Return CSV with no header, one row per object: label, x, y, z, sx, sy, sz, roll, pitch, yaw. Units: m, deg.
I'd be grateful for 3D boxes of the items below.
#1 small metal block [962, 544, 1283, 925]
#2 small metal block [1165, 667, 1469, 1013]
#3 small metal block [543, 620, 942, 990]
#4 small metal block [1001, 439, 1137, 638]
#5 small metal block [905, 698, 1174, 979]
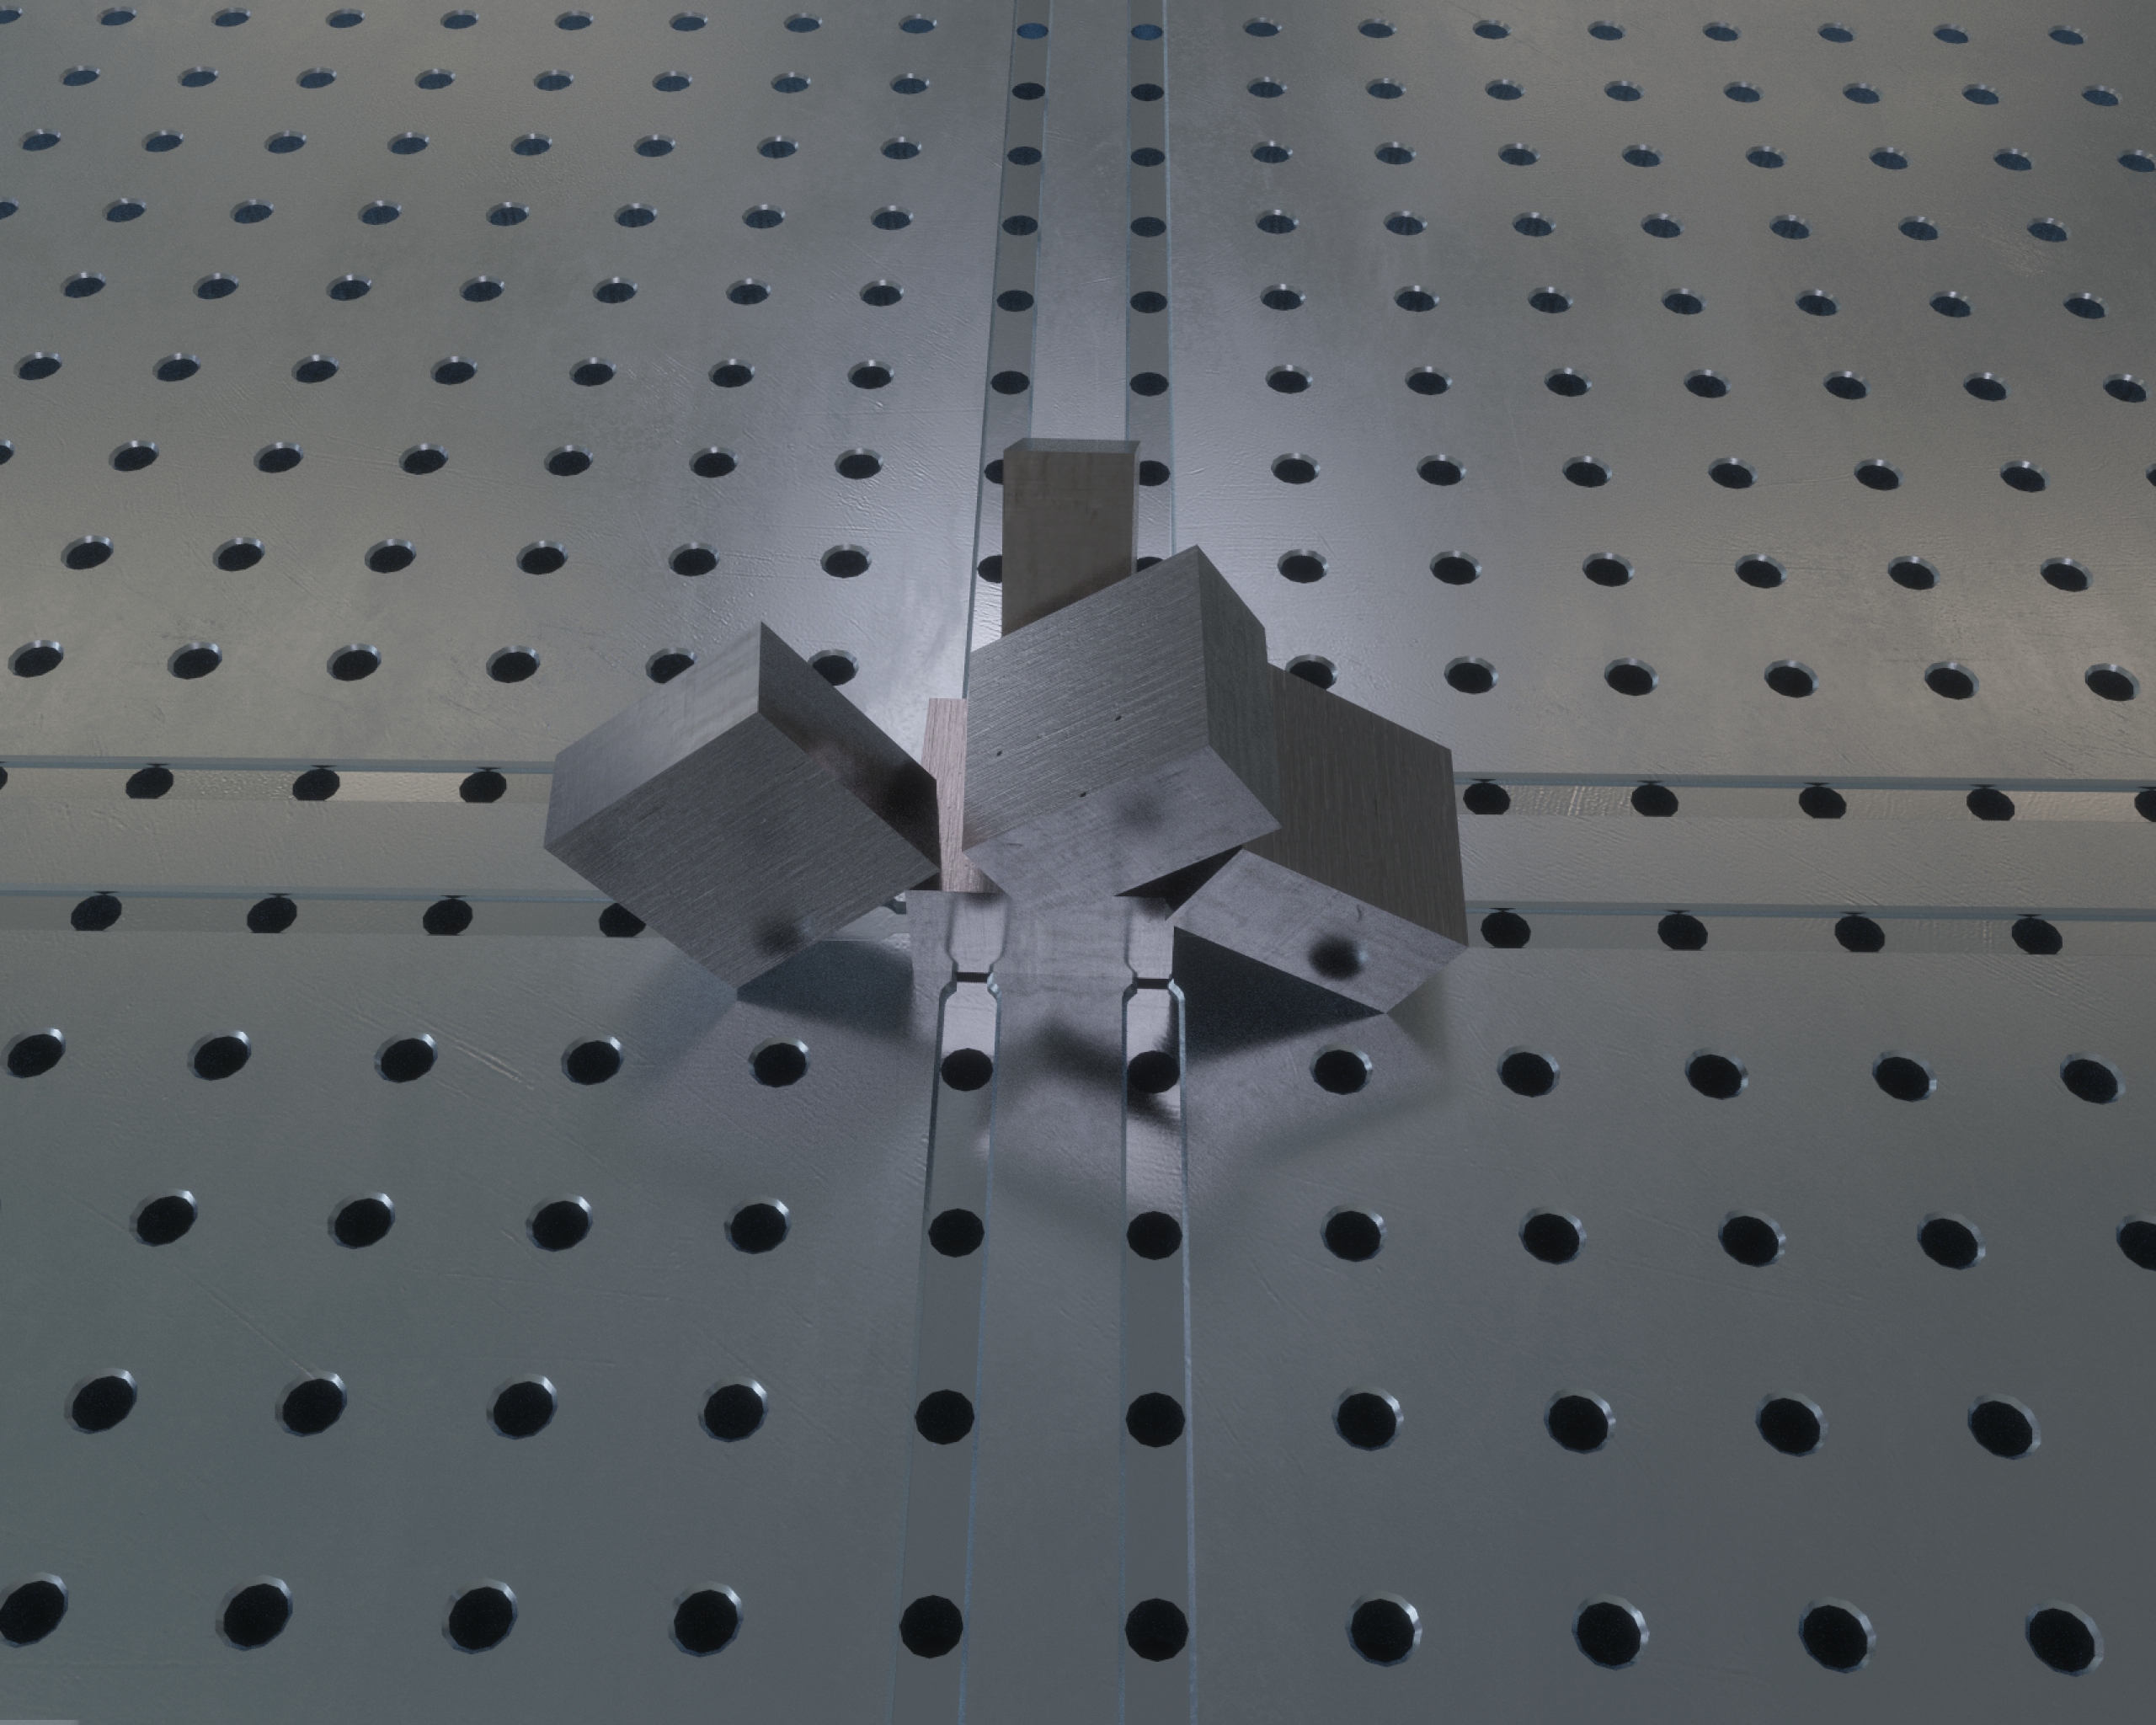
small metal block,0.007,-0.023,0.380,0.050,0.025,0.050,-23,45,24
small metal block,0.045,-0.006,0.399,0.050,0.025,0.050,23,46,-21
small metal block,-0.061,-0.009,0.386,0.050,0.050,0.025,-30,41,21
small metal block,-0.001,-0.061,0.429,0.025,0.050,0.050,2,14,2
small metal block,-0.006,-0.005,0.413,0.050,0.025,0.050,2,50,2
